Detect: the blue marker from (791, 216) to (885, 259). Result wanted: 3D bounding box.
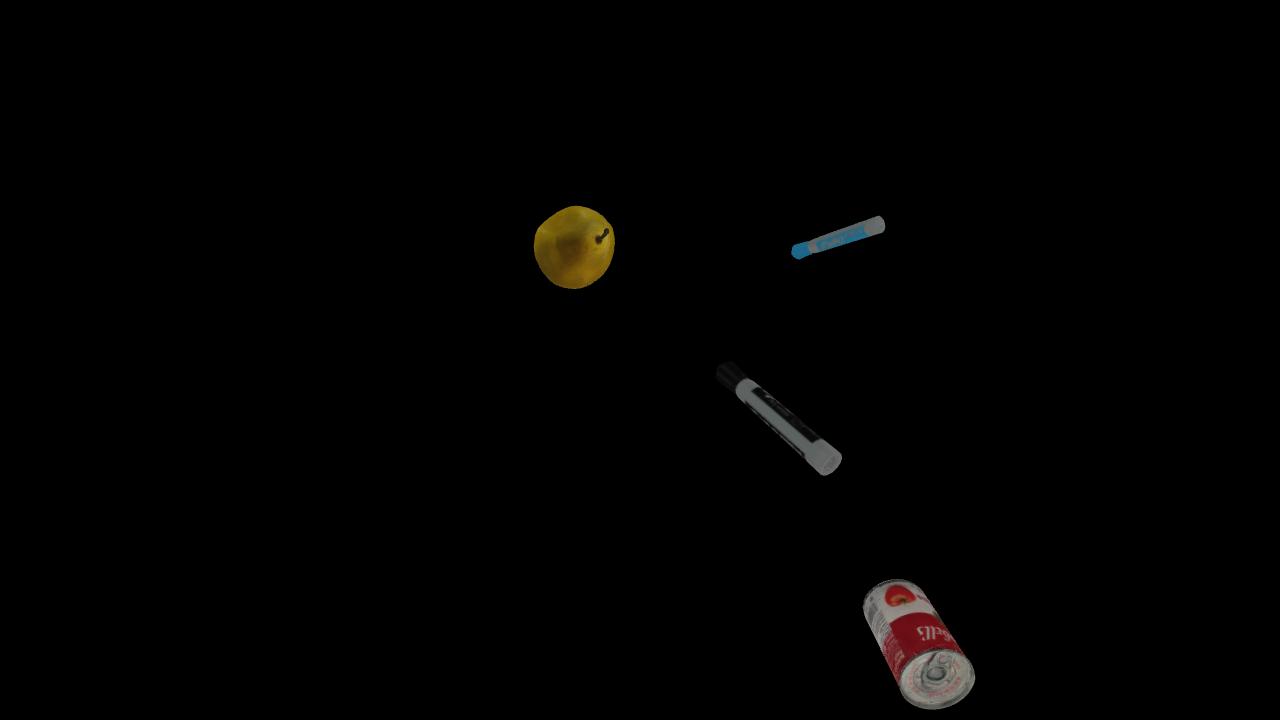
[{"bbox_3d":[0.224,-0.139,0.710,0.020,0.020,0.121,0,-7,-35],"label":"blue marker"}]

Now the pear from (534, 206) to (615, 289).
[{"bbox_3d":[-0.054,-0.102,0.566,0.080,0.080,0.111,0,13,-19],"label":"pear"}]

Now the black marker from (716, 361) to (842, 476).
[{"bbox_3d":[0.093,0.036,0.436,0.020,0.020,0.121,0,31,-35],"label":"black marker"}]

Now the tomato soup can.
[{"bbox_3d":[0.265,0.271,0.596,0.068,0.068,0.101,0,17,0],"label":"tomato soup can"}]
